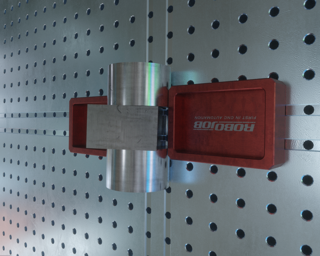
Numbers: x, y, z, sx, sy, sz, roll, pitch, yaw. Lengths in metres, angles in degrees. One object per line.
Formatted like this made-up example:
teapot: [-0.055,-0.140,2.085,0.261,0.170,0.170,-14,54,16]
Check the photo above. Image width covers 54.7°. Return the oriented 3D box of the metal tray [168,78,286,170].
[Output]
metal tray: [0.069,-0.005,0.349,0.130,0.030,0.089,1,91,40]

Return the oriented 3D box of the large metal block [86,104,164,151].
large metal block: [-0.039,-0.001,0.387,0.080,0.080,0.050,2,91,6]

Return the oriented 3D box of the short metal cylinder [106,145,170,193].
short metal cylinder: [-0.028,0.049,0.396,0.080,0.081,0.050,3,92,40]

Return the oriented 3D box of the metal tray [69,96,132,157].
metal tray: [-0.091,-0.003,0.481,0.130,0.030,0.089,2,91,40]

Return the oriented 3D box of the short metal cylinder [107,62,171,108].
short metal cylinder: [-0.026,-0.052,0.395,0.080,0.081,0.050,2,91,40]
